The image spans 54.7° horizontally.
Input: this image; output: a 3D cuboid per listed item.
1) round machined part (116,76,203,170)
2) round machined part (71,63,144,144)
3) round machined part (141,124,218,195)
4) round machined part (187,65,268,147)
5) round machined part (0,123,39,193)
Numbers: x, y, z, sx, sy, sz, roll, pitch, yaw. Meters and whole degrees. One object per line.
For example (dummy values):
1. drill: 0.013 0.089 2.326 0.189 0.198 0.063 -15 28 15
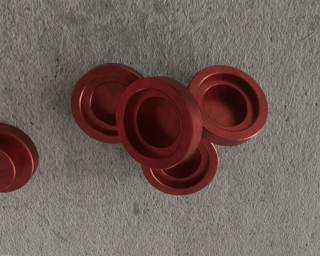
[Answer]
1. round machined part: 0.002 -0.008 0.337 0.098 0.042 0.097 9 106 33
2. round machined part: -0.057 -0.033 0.388 0.099 0.042 0.097 0 110 0
3. round machined part: 0.025 0.037 0.413 0.099 0.042 0.097 0 112 1
4. round machined part: 0.075 -0.023 0.374 0.099 0.042 0.098 5 66 -11
5. round machined part: -0.220 0.045 0.415 0.099 0.042 0.097 0 110 0
